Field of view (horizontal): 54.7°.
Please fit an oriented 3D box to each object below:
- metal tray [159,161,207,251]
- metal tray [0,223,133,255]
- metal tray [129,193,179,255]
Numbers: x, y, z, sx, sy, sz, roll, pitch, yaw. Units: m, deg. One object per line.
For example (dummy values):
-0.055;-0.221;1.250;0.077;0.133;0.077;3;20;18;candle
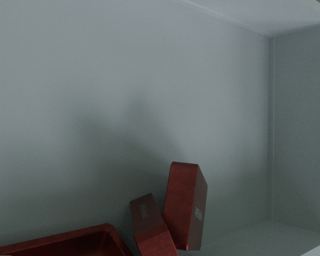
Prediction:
0.034;0.101;0.382;0.130;0.030;0.090;58;39;-65;metal tray
-0.086;0.142;0.291;0.131;0.090;0.030;0;117;-40;metal tray
-0.001;0.129;0.332;0.030;0.130;0.090;-22;94;-7;metal tray
